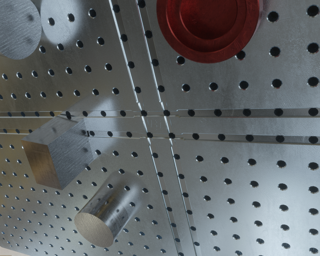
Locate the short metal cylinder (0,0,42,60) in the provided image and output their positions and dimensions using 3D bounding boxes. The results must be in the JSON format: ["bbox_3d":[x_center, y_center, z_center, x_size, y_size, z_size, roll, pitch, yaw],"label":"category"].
[{"bbox_3d":[-0.202,-0.133,0.400,0.050,0.080,0.079,16,125,19],"label":"short metal cylinder"}]

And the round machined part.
[{"bbox_3d":[0.050,-0.116,0.302,0.098,0.042,0.097,13,124,21],"label":"round machined part"}]

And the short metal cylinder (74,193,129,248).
[{"bbox_3d":[-0.104,0.164,0.552,0.080,0.050,0.079,13,124,21],"label":"short metal cylinder"}]

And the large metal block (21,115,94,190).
[{"bbox_3d":[-0.154,0.035,0.479,0.050,0.080,0.079,8,122,24],"label":"large metal block"}]
